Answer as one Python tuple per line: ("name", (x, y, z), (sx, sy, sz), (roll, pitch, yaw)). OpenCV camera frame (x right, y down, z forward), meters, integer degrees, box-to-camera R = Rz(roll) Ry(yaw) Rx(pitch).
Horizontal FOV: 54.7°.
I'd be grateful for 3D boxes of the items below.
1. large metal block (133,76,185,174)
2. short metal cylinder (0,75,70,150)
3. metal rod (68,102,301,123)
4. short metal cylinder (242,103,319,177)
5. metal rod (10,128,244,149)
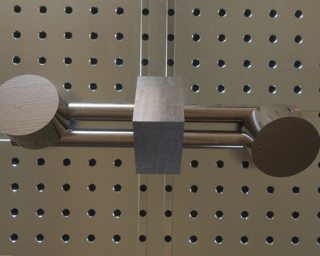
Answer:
("large metal block", (-0.001, -0.004, 0.356), (0.050, 0.080, 0.079), (1, 132, 0))
("short metal cylinder", (-0.159, -0.019, 0.385), (0.081, 0.050, 0.080), (0, 67, -1))
("metal rod", (0.032, -0.020, 0.413), (0.302, 0.025, 0.025), (1, 90, 0))
("short metal cylinder", (0.148, 0.014, 0.389), (0.081, 0.050, 0.079), (0, 112, 0))
("metal rod", (-0.042, 0.014, 0.412), (0.302, 0.025, 0.025), (1, 90, 0))
